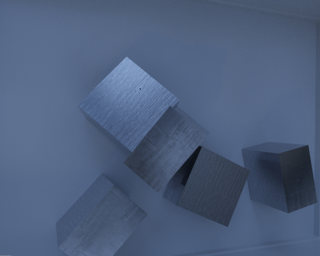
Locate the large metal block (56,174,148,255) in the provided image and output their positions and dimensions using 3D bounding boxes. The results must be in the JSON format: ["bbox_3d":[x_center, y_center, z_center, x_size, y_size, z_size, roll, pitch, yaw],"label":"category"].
[{"bbox_3d":[-0.070,0.105,0.356,0.050,0.080,0.080,45,76,-15],"label":"large metal block"}]

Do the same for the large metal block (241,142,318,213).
[{"bbox_3d":[0.168,0.066,0.443,0.050,0.080,0.080,-12,95,-20],"label":"large metal block"}]

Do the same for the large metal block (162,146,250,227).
[{"bbox_3d":[0.062,0.076,0.420,0.080,0.050,0.080,27,81,-18],"label":"large metal block"}]

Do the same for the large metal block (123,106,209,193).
[{"bbox_3d":[0.012,0.022,0.367,0.050,0.080,0.080,40,98,7],"label":"large metal block"}]

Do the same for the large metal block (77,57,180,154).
[{"bbox_3d":[-0.036,-0.022,0.370,0.080,0.050,0.080,40,76,7],"label":"large metal block"}]
